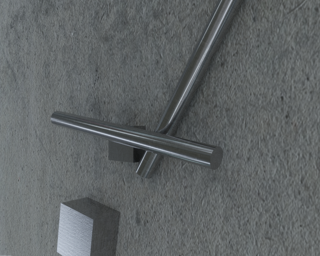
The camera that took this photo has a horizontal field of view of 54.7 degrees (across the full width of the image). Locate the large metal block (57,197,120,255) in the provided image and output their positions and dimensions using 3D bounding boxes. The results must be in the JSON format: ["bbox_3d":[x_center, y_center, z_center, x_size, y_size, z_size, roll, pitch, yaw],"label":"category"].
[{"bbox_3d":[-0.111,0.161,0.478,0.080,0.050,0.079,10,97,39],"label":"large metal block"}]

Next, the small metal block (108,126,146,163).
[{"bbox_3d":[-0.047,0.022,0.442,0.050,0.025,0.050,0,90,39],"label":"small metal block"}]

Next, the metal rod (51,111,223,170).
[{"bbox_3d":[-0.055,0.007,0.414,0.300,0.025,0.025,12,98,39],"label":"metal rod"}]

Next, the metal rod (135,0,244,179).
[{"bbox_3d":[0.040,-0.065,0.370,0.025,0.025,0.298,40,114,32],"label":"metal rod"}]
